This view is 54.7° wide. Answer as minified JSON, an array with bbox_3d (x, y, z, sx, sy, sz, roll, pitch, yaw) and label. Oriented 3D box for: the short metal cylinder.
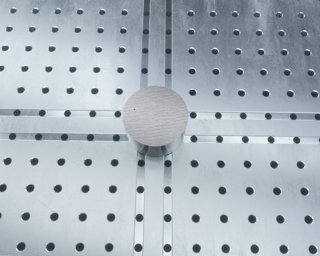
[{"bbox_3d":[-0.006,-0.008,0.401,0.081,0.050,0.080,0,70,0],"label":"short metal cylinder"}]
